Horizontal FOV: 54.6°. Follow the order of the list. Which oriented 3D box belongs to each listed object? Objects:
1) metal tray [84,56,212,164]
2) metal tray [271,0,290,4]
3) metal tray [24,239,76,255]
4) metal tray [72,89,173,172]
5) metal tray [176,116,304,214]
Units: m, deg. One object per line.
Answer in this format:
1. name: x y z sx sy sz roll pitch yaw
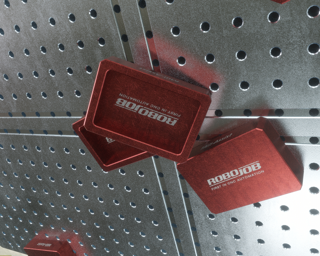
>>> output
1. metal tray: -0.015 -0.021 0.369 0.131 0.030 0.089 20 111 0
2. metal tray: 0.091 -0.180 0.248 0.090 0.030 0.129 26 128 12
3. metal tray: -0.252 0.309 0.734 0.130 0.030 0.090 -10 114 32
4. metal tray: -0.054 0.006 0.440 0.130 0.030 0.090 -23 106 36
5. metal tray: 0.096 0.052 0.390 0.130 0.030 0.090 -30 102 38
